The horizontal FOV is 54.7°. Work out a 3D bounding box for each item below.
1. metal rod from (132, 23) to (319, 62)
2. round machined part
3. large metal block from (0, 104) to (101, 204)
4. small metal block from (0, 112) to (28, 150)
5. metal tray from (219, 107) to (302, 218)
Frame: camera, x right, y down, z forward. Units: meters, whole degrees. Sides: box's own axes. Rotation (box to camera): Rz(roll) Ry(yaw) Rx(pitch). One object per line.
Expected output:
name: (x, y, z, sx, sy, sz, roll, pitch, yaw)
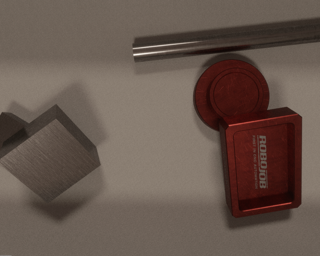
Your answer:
metal rod: (0.115, -0.117, 0.412, 0.302, 0.025, 0.025, -6, 90, -1)
round machined part: (0.095, -0.041, 0.404, 0.099, 0.042, 0.097, 0, 90, -1)
large metal block: (-0.133, 0.031, 0.381, 0.080, 0.050, 0.080, -36, 119, 0)
small metal block: (-0.194, 0.014, 0.409, 0.050, 0.025, 0.050, 31, 90, -1)
metal tray: (0.127, 0.045, 0.388, 0.091, 0.030, 0.129, -10, 111, -1)
